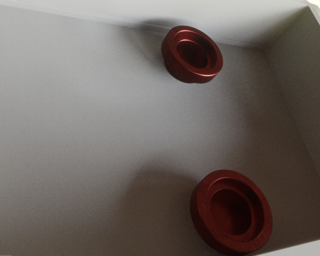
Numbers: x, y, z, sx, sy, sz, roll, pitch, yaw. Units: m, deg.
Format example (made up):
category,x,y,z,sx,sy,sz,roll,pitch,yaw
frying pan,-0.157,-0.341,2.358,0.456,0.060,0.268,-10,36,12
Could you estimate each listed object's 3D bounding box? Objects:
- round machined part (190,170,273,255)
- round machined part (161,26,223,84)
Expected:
category,x,y,z,sx,sy,sz,roll,pitch,yaw
round machined part,0.080,0.103,0.371,0.099,0.042,0.098,12,52,-16
round machined part,0.046,-0.109,0.486,0.099,0.042,0.098,14,56,-21
